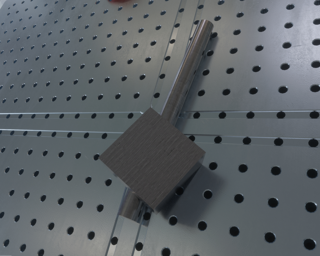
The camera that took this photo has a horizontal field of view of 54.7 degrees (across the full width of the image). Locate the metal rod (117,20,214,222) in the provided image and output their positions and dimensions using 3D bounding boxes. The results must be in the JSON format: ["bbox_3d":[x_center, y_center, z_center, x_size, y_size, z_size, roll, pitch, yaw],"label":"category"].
[{"bbox_3d":[0.015,-0.024,0.414,0.025,0.025,0.300,9,66,32],"label":"metal rod"}]

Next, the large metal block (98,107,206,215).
[{"bbox_3d":[-0.007,0.038,0.349,0.080,0.050,0.080,40,75,16],"label":"large metal block"}]
